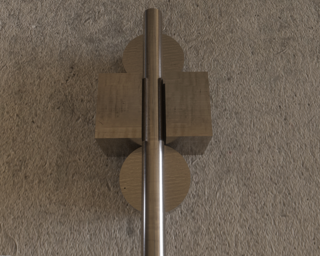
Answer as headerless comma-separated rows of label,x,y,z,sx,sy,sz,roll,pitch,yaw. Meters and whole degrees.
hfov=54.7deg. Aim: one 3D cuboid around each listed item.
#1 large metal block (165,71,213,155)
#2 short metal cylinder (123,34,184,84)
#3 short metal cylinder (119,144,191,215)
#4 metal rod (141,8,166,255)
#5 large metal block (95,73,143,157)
large metal block,0.031,-0.015,0.386,0.050,0.080,0.080,-1,70,0
short metal cylinder,-0.008,-0.082,0.426,0.081,0.050,0.080,0,69,0
short metal cylinder,-0.006,0.065,0.373,0.081,0.050,0.080,0,69,0
metal rod,-0.008,-0.010,0.359,0.025,0.025,0.299,-1,70,0
large metal block,-0.046,-0.013,0.384,0.050,0.080,0.080,-1,70,0
